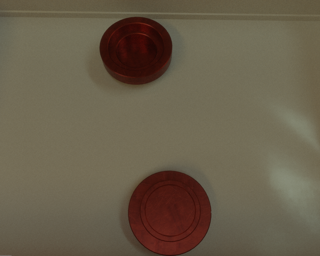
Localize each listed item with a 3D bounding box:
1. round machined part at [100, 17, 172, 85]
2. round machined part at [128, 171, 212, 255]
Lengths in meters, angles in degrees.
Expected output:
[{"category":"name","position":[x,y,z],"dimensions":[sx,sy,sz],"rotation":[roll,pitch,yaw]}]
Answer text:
[{"category":"round machined part","position":[-0.032,-0.104,0.438],"dimensions":[0.099,0.042,0.098],"rotation":[0,70,0]},{"category":"round machined part","position":[0.012,0.098,0.365],"dimensions":[0.099,0.042,0.098],"rotation":[0,70,0]}]
